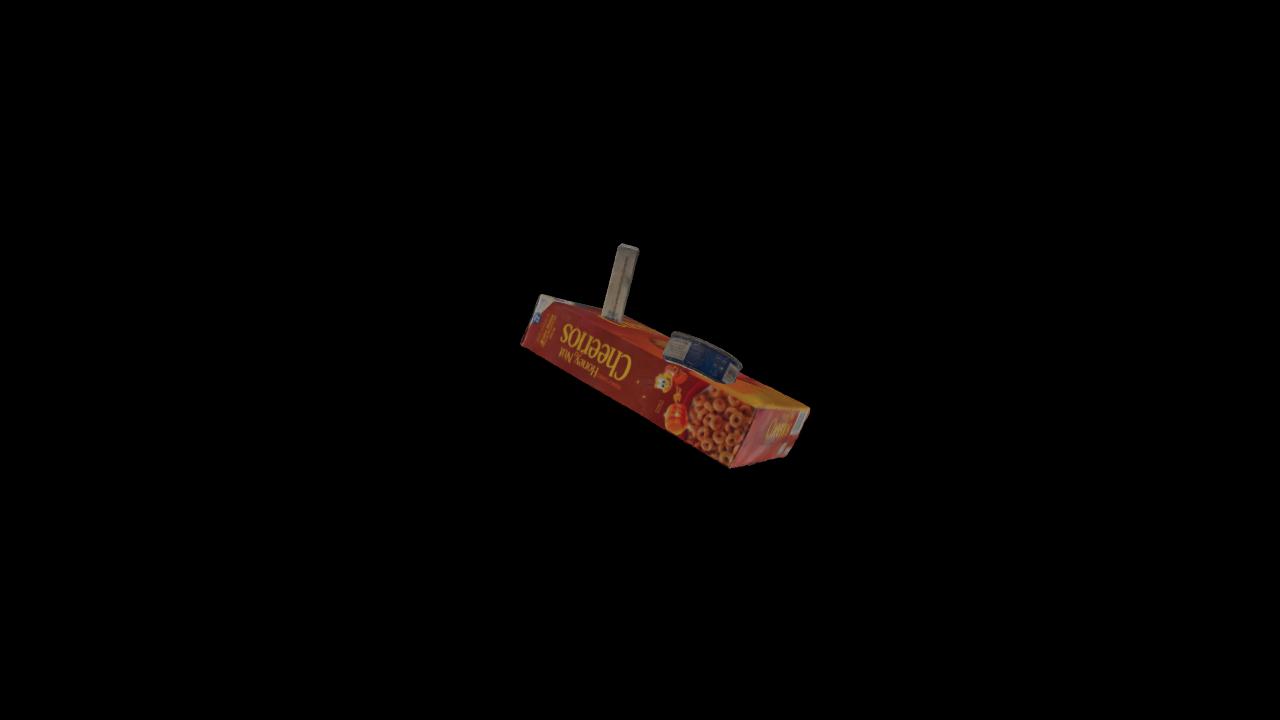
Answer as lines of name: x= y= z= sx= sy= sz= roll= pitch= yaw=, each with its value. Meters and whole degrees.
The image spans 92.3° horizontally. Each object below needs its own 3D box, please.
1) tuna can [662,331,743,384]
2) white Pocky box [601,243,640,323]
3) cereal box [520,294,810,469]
tuna can: x=0.064 y=0.004 z=0.654 sx=0.084 sy=0.034 sz=0.084 roll=26 pitch=-7 yaw=4
white Pocky box: x=-0.032 y=-0.066 z=0.763 sx=0.028 sy=0.154 sz=0.084 roll=14 pitch=12 yaw=-4
cereal box: x=0.032 y=0.019 z=0.745 sx=0.306 sy=0.081 sz=0.203 roll=29 pitch=10 yaw=29
